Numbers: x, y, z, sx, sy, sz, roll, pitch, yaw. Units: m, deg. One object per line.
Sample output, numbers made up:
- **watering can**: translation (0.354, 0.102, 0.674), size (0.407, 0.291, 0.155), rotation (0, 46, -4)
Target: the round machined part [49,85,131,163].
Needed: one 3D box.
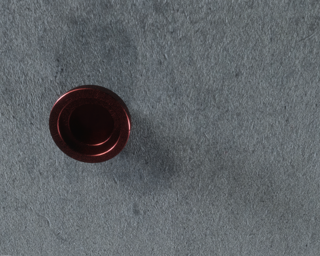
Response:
- **round machined part**: translation (-0.086, -0.008, 0.397), size (0.099, 0.042, 0.097), rotation (0, 110, 0)
